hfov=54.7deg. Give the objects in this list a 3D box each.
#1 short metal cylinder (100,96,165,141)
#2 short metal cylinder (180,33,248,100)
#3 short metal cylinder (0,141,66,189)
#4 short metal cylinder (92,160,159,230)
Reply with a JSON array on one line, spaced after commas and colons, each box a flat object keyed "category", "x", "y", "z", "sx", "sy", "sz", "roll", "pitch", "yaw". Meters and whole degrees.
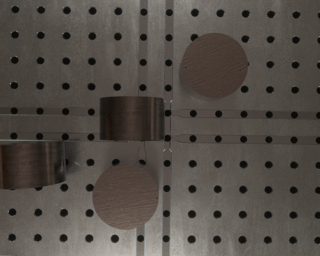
[{"category": "short metal cylinder", "x": -0.034, "y": -0.011, "z": 0.385, "sx": 0.081, "sy": 0.080, "sz": 0.050, "roll": 0, "pitch": 91, "yaw": -1}, {"category": "short metal cylinder", "x": 0.067, "y": -0.076, "z": 0.402, "sx": 0.081, "sy": 0.050, "sz": 0.079, "roll": 0, "pitch": 90, "yaw": -1}, {"category": "short metal cylinder", "x": -0.159, "y": 0.043, "z": 0.384, "sx": 0.081, "sy": 0.080, "sz": 0.050, "roll": -3, "pitch": 90, "yaw": -1}, {"category": "short metal cylinder", "x": -0.042, "y": 0.084, "z": 0.400, "sx": 0.081, "sy": 0.050, "sz": 0.079, "roll": 0, "pitch": 90, "yaw": -1}]
